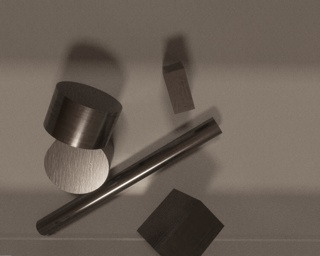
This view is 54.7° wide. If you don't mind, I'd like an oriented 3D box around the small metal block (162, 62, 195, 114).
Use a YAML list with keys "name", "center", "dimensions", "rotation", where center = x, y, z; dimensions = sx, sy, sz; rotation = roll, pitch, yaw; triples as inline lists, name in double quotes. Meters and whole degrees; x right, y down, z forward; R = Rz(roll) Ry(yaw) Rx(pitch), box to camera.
- name: "small metal block"
  center: [0.022, -0.050, 0.380]
  dimensions: [0.025, 0.050, 0.050]
  rotation: [-15, 110, 5]

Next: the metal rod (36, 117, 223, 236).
- name: "metal rod"
  center: [-0.050, 0.073, 0.437]
  dimensions: [0.300, 0.025, 0.025]
  rotation: [-31, 108, 10]

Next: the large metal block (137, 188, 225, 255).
- name: "large metal block"
  center: [0.025, 0.135, 0.417]
  dimensions: [0.080, 0.080, 0.050]
  rotation: [-46, 106, -15]

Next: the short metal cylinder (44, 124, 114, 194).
- name: "short metal cylinder"
  center: [-0.105, 0.040, 0.411]
  dimensions: [0.081, 0.050, 0.079]
  rotation: [0, 110, -1]

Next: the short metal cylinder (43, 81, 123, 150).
- name: "short metal cylinder"
  center: [-0.092, -0.016, 0.375]
  dimensions: [0.080, 0.080, 0.050]
  rotation: [22, 108, -8]
